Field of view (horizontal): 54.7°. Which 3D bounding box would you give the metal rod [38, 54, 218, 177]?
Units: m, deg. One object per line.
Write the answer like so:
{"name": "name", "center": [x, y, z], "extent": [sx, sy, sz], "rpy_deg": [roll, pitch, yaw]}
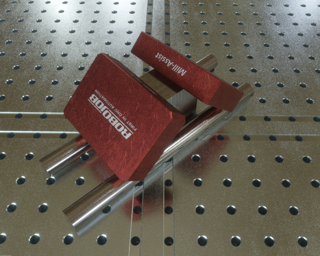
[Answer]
{"name": "metal rod", "center": [-0.027, -0.031, 0.433], "extent": [0.302, 0.025, 0.025], "rpy_deg": [-35, 59, -26]}

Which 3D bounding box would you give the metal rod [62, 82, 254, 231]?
{"name": "metal rod", "center": [0.016, 0.021, 0.391], "extent": [0.302, 0.025, 0.025], "rpy_deg": [-34, 58, -26]}

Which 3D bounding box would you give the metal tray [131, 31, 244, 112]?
{"name": "metal tray", "center": [0.035, -0.071, 0.397], "extent": [0.130, 0.030, 0.090], "rpy_deg": [39, 16, 27]}

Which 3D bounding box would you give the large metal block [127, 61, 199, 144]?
{"name": "large metal block", "center": [0.001, -0.028, 0.394], "extent": [0.080, 0.080, 0.050], "rpy_deg": [-35, 59, -26]}

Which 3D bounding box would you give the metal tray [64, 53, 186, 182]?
{"name": "metal tray", "center": [-0.045, -0.014, 0.349], "extent": [0.130, 0.030, 0.090], "rpy_deg": [43, 105, 29]}
